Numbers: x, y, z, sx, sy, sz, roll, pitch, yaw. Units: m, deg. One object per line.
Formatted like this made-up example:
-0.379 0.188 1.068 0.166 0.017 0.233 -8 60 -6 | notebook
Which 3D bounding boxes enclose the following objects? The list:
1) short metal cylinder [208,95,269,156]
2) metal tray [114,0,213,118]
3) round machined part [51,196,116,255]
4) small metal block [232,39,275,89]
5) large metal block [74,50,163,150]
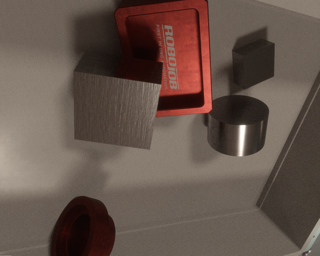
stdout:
0.107 -0.005 0.430 0.081 0.080 0.050 -18 126 -19 | short metal cylinder
0.009 -0.075 0.340 0.090 0.030 0.129 -5 126 7 | metal tray
-0.095 0.141 0.398 0.042 0.098 0.098 29 103 -38 | round machined part
0.129 -0.088 0.427 0.050 0.025 0.050 -24 128 -14 | small metal block
-0.044 -0.029 0.326 0.081 0.050 0.079 8 126 -3 | large metal block
